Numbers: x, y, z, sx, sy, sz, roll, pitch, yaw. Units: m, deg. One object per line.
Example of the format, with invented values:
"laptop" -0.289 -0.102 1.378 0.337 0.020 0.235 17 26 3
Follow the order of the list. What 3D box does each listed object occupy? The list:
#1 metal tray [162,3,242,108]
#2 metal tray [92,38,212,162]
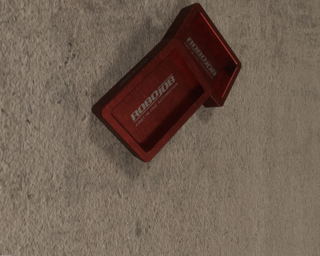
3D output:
"metal tray" 0.063 -0.103 0.456 0.130 0.030 0.090 43 64 -32
"metal tray" -0.005 -0.034 0.379 0.130 0.030 0.090 -47 119 -14
